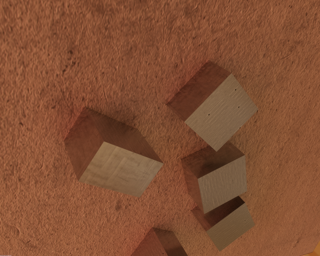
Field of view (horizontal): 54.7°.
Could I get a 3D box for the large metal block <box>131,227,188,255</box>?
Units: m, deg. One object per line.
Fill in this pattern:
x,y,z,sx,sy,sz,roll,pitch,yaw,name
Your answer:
-0.001,0.226,0.511,0.050,0.080,0.080,26,104,-37,large metal block

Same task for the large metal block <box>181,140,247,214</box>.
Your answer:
0.086,0.074,0.483,0.081,0.050,0.080,-24,127,-14,large metal block

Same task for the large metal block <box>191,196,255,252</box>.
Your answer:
0.113,0.160,0.551,0.080,0.050,0.080,-35,129,-5,large metal block

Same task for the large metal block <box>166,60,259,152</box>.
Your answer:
0.070,-0.028,0.411,0.080,0.050,0.080,-47,129,4,large metal block

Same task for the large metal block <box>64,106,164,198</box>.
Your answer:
-0.055,0.027,0.358,0.080,0.080,0.050,25,105,-37,large metal block
